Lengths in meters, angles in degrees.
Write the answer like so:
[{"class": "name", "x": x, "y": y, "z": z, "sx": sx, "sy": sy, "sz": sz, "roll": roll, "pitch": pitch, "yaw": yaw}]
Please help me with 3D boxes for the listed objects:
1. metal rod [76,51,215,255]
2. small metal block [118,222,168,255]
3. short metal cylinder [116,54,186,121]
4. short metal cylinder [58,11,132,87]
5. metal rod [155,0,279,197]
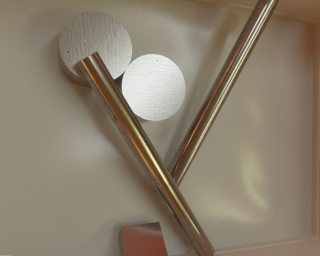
[{"class": "metal rod", "x": -0.007, "y": 0.048, "z": 0.374, "sx": 0.025, "sy": 0.025, "sz": 0.299, "roll": -36, "pitch": 110, "yaw": -17}, {"class": "small metal block", "x": -0.022, "y": 0.150, "z": 0.390, "sx": 0.050, "sy": 0.025, "sz": 0.050, "roll": -1, "pitch": 49, "yaw": -20}, {"class": "short metal cylinder", "x": -0.015, "y": -0.048, "z": 0.393, "sx": 0.081, "sy": 0.050, "sz": 0.079, "roll": 0, "pitch": 90, "yaw": -21}, {"class": "short metal cylinder", "x": -0.079, "y": -0.090, "z": 0.369, "sx": 0.081, "sy": 0.050, "sz": 0.079, "roll": 0, "pitch": 90, "yaw": -20}, {"class": "metal rod", "x": 0.076, "y": -0.041, "z": 0.413, "sx": 0.025, "sy": 0.025, "sz": 0.299, "roll": 28, "pitch": 91, "yaw": -18}]
